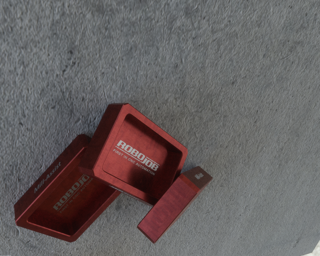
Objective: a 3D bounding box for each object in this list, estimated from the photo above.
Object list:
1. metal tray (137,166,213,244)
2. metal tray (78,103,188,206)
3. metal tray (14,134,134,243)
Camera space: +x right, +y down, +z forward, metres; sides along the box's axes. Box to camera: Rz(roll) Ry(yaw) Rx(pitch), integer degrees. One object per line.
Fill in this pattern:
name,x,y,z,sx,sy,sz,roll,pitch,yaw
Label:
metal tray,0.027,0.101,0.434,0.090,0.030,0.130,-52,165,9
metal tray,-0.026,0.038,0.385,0.130,0.030,0.090,38,67,-39
metal tray,-0.106,0.080,0.394,0.130,0.030,0.090,-47,129,5
